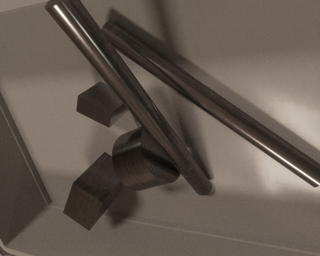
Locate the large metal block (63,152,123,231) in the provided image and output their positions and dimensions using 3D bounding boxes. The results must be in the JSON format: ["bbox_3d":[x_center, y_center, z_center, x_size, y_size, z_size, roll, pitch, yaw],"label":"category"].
[{"bbox_3d":[-0.098,0.098,0.483,0.050,0.080,0.079,33,129,6],"label":"large metal block"}]

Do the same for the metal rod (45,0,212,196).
[{"bbox_3d":[-0.008,-0.008,0.331,0.025,0.025,0.300,-6,140,31],"label":"metal rod"}]

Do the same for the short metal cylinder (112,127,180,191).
[{"bbox_3d":[-0.015,0.037,0.403,0.050,0.080,0.080,-22,107,36],"label":"short metal cylinder"}]

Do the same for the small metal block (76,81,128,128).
[{"bbox_3d":[-0.073,-0.032,0.409,0.050,0.050,0.025,26,127,11],"label":"small metal block"}]

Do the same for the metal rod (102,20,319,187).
[{"bbox_3d":[0.058,-0.030,0.358,0.301,0.025,0.025,35,129,4],"label":"metal rod"}]
